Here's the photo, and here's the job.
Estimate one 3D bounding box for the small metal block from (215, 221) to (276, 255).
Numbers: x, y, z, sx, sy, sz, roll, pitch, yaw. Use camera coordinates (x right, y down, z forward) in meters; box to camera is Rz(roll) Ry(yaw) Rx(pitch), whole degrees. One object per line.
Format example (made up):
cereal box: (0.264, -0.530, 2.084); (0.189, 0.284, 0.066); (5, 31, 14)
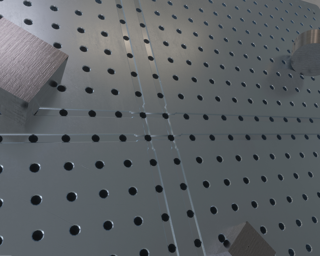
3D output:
small metal block: (0.103, 0.151, 0.372); (0.050, 0.025, 0.050); (48, 51, 5)

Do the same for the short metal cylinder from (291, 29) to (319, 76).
short metal cylinder: (0.313, -0.153, 0.635); (0.080, 0.080, 0.050); (30, 52, -9)

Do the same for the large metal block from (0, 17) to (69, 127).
large metal block: (-0.162, -0.062, 0.343); (0.080, 0.050, 0.080); (30, 52, -9)
